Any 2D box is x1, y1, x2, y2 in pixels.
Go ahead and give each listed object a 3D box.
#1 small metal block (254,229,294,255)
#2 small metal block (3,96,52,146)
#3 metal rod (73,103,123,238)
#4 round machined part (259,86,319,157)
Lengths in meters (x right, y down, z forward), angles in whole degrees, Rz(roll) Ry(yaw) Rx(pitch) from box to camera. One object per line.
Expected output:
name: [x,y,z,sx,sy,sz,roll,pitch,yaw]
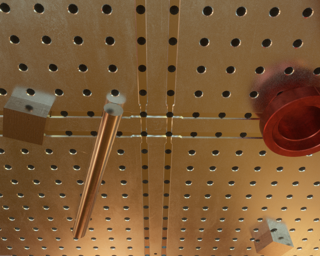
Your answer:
small metal block: [0.223,0.228,0.608,0.050,0.025,0.050,21,127,-17]
small metal block: [-0.173,-0.009,0.402,0.050,0.025,0.050,15,129,-13]
metal rod: [-0.104,0.085,0.482,0.025,0.025,0.298,14,129,-12]
round machined part: [0.175,-0.012,0.392,0.099,0.042,0.097,0,130,0]
